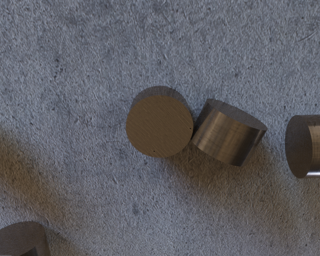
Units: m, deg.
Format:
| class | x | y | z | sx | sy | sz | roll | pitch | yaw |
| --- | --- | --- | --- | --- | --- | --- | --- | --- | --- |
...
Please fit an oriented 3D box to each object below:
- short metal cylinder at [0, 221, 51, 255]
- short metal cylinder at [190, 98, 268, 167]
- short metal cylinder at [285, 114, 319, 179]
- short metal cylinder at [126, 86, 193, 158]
| class | x | y | z | sx | sy | sz | roll | pitch | yaw |
| --- | --- | --- | --- | --- | --- | --- | --- | --- | --- |
| short metal cylinder | -0.203 | 0.180 | 0.445 | 0.080 | 0.080 | 0.050 | -4 | 110 | 1 |
| short metal cylinder | 0.083 | 0.004 | 0.383 | 0.080 | 0.080 | 0.050 | 22 | 109 | -8 |
| short metal cylinder | 0.198 | 0.023 | 0.390 | 0.050 | 0.080 | 0.079 | -1 | 110 | 0 |
| short metal cylinder | -0.001 | -0.009 | 0.393 | 0.081 | 0.050 | 0.079 | 0 | 110 | 0 |
